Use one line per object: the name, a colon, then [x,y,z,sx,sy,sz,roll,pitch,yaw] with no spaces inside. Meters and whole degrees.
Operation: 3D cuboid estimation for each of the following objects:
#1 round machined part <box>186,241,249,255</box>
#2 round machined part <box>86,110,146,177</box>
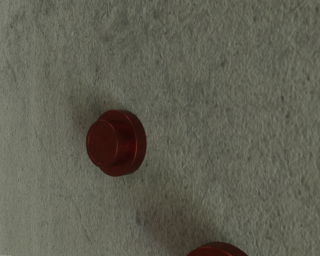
round machined part: [0.071,0.172,0.334,0.098,0.042,0.097,0,90,39]
round machined part: [-0.070,0.022,0.449,0.098,0.042,0.097,0,90,39]
